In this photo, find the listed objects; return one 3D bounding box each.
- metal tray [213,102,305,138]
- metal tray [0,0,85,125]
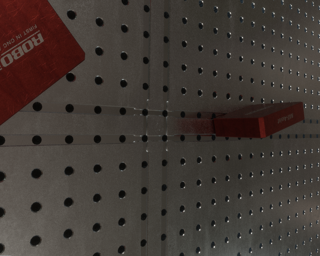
[{"bbox_3d":[0.162,-0.015,0.506,0.131,0.090,0.030,-17,101,-39],"label":"metal tray"},{"bbox_3d":[-0.145,-0.066,0.285,0.130,0.030,0.090,-49,119,-29],"label":"metal tray"}]
